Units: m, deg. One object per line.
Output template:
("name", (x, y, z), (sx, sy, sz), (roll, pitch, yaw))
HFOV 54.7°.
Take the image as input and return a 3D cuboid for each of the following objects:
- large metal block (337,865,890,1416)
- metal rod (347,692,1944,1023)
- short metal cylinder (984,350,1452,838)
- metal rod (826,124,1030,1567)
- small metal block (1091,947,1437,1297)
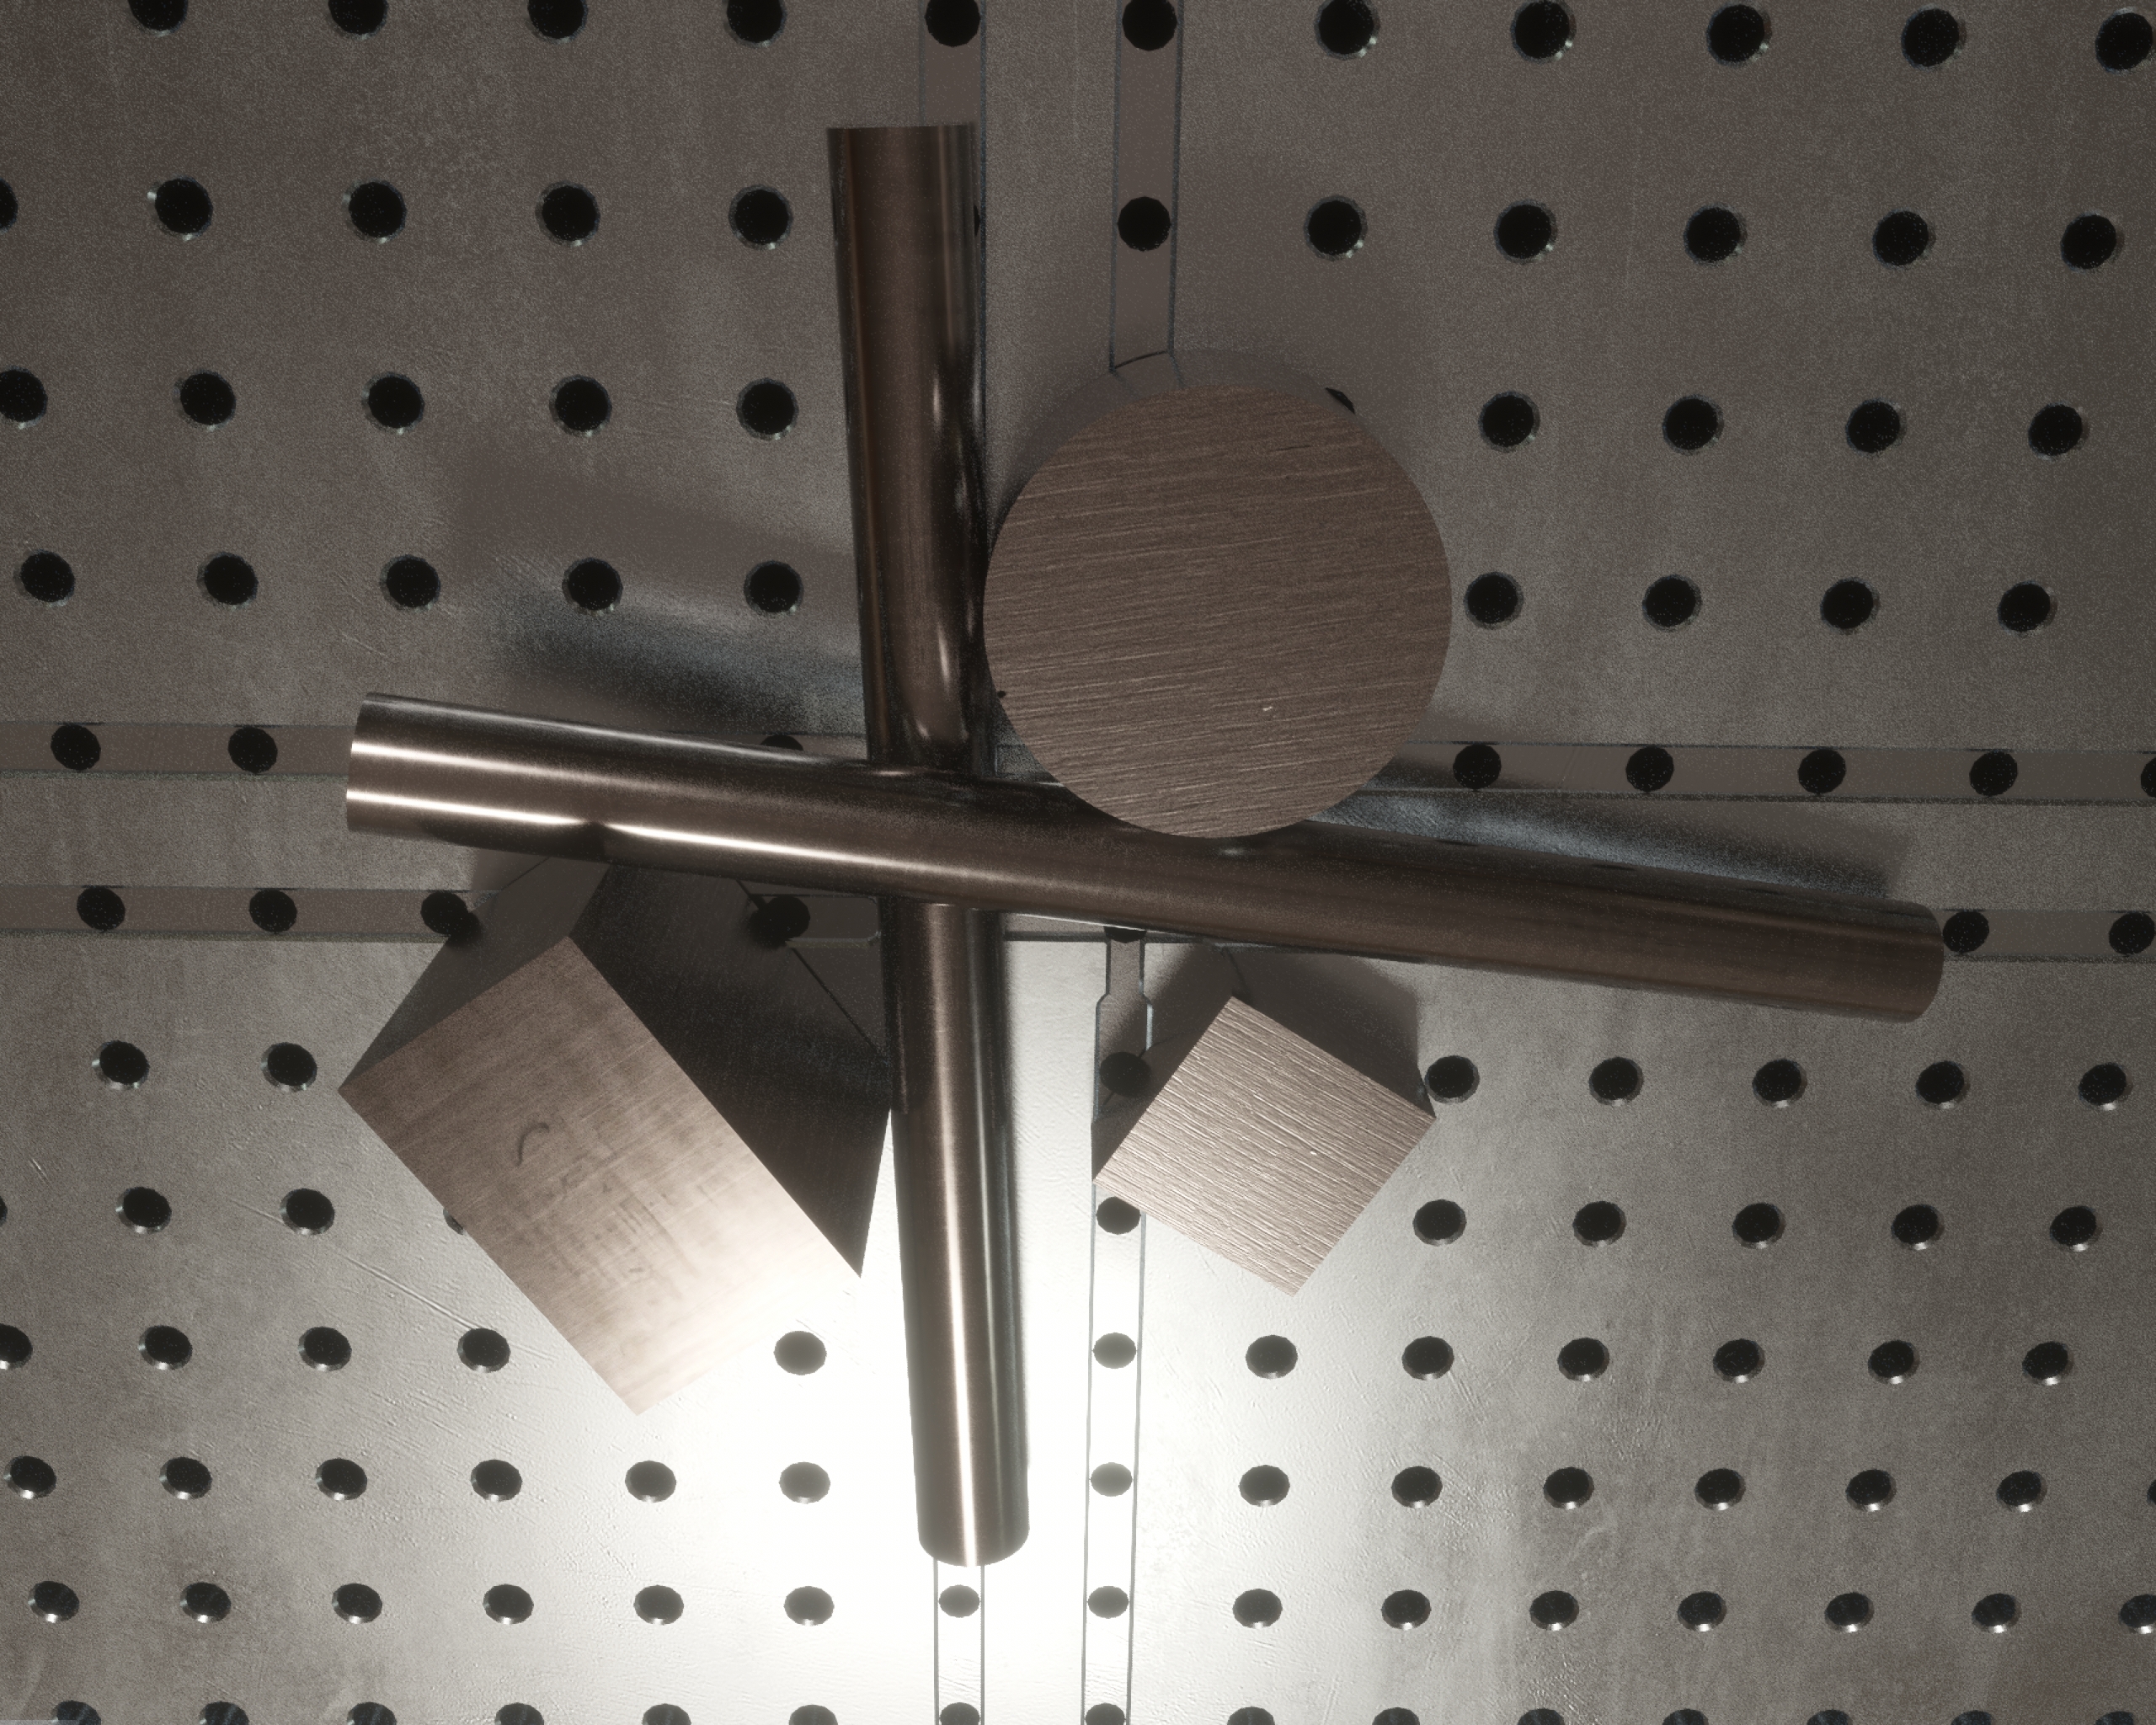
("large metal block", (-0.082, 0.042, 0.397), (0.050, 0.080, 0.080), (-33, 107, 11))
("metal rod", (0.022, 0.001, 0.394), (0.302, 0.025, 0.025), (7, 110, -11))
("short metal cylinder", (0.024, -0.050, 0.382), (0.081, 0.050, 0.079), (0, 110, -1))
("metal rod", (-0.027, 0.010, 0.417), (0.025, 0.025, 0.298), (-2, 110, 0))
("small metal block", (0.038, 0.054, 0.435), (0.050, 0.025, 0.050), (32, 107, -12))
